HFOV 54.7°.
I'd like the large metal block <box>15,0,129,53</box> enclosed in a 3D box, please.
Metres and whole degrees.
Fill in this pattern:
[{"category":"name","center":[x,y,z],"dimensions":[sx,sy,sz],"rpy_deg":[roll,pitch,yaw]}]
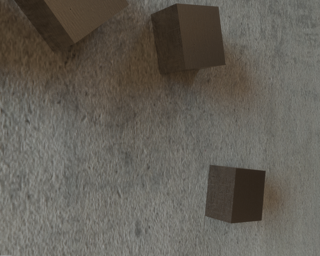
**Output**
[{"category":"large metal block","center":[-0.093,-0.135,0.312],"dimensions":[0.080,0.050,0.080],"rpy_deg":[-48,119,-29]}]

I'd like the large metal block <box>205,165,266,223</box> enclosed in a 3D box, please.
[{"category":"large metal block","center":[0.121,0.103,0.493],"dimensions":[0.081,0.050,0.080],"rpy_deg":[11,83,-40]}]

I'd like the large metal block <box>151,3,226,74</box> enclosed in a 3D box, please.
[{"category":"large metal block","center":[0.040,-0.120,0.424],"dimensions":[0.081,0.050,0.079],"rpy_deg":[-15,100,-39]}]
